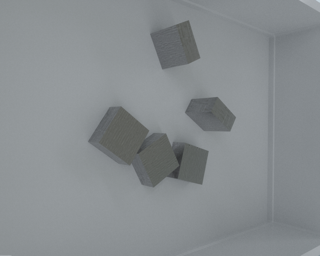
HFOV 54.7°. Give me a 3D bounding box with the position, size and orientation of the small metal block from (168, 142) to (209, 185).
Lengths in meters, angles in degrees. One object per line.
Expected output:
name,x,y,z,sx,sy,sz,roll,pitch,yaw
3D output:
small metal block,0.039,0.051,0.442,0.050,0.025,0.050,21,77,-38

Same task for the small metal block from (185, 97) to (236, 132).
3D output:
small metal block,0.074,-0.019,0.455,0.050,0.050,0.025,41,65,-33

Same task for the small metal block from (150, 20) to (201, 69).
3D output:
small metal block,0.020,-0.108,0.409,0.025,0.050,0.050,-32,110,-36

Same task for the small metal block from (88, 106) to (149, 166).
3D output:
small metal block,-0.048,0.010,0.368,0.050,0.025,0.050,42,64,-32

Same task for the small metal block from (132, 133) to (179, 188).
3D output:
small metal block,-0.008,0.041,0.402,0.050,0.025,0.050,-36,112,-35
